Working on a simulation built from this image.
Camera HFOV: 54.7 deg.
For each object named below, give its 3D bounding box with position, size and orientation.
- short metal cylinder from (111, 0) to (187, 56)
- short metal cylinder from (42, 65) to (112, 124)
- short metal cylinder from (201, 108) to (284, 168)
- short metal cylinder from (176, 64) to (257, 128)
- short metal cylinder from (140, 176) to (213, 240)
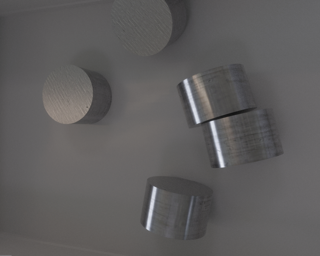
[{"bbox_3d":[-0.013,-0.136,0.385,0.080,0.050,0.079,11,121,19],"label":"short metal cylinder"},{"bbox_3d":[-0.116,-0.045,0.438,0.080,0.050,0.080,0,90,20],"label":"short metal cylinder"},{"bbox_3d":[0.091,0.012,0.349,0.080,0.080,0.050,-14,85,19],"label":"short metal cylinder"},{"bbox_3d":[0.065,-0.035,0.358,0.080,0.080,0.050,-18,84,19],"label":"short metal cylinder"},{"bbox_3d":[0.020,0.093,0.374,0.080,0.080,0.050,11,94,19],"label":"short metal cylinder"}]
